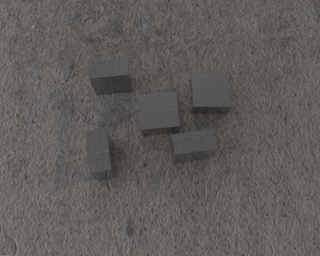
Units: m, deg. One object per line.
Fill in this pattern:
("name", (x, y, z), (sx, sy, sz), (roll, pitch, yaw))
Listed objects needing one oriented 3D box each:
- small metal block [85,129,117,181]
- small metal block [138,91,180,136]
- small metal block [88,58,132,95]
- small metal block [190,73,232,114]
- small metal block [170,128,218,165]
("small metal block", (-0.072, 0.034, 0.382), (0.025, 0.050, 0.050), (-10, 71, -4))
("small metal block", (-0.002, -0.019, 0.415), (0.050, 0.025, 0.050), (-5, 70, -2))
("small metal block", (-0.066, -0.068, 0.419), (0.050, 0.050, 0.025), (-6, 70, -2))
("small metal block", (0.069, -0.047, 0.426), (0.050, 0.025, 0.050), (0, 70, 0))
("small metal block", (0.040, 0.024, 0.386), (0.050, 0.050, 0.025), (-9, 71, -3))
